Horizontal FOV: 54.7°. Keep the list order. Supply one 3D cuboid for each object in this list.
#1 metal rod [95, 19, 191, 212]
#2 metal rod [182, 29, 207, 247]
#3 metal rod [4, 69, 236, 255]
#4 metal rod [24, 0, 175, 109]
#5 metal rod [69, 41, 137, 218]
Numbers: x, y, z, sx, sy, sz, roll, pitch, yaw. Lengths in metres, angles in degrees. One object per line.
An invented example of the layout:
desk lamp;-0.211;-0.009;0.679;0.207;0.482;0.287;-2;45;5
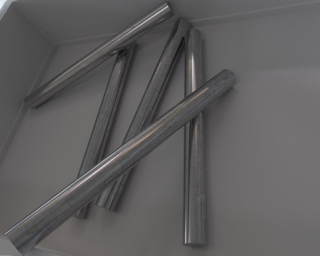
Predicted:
metal rod;-0.016;-0.031;0.433;0.025;0.025;0.300;8;66;32
metal rod;0.043;-0.010;0.389;0.025;0.025;0.299;-11;57;22
metal rod;-0.016;0.015;0.328;0.025;0.025;0.302;27;52;37
metal rod;-0.109;-0.111;0.506;0.300;0.025;0.025;-28;52;20
metal rod;-0.080;-0.020;0.459;0.025;0.025;0.300;-2;61;27
